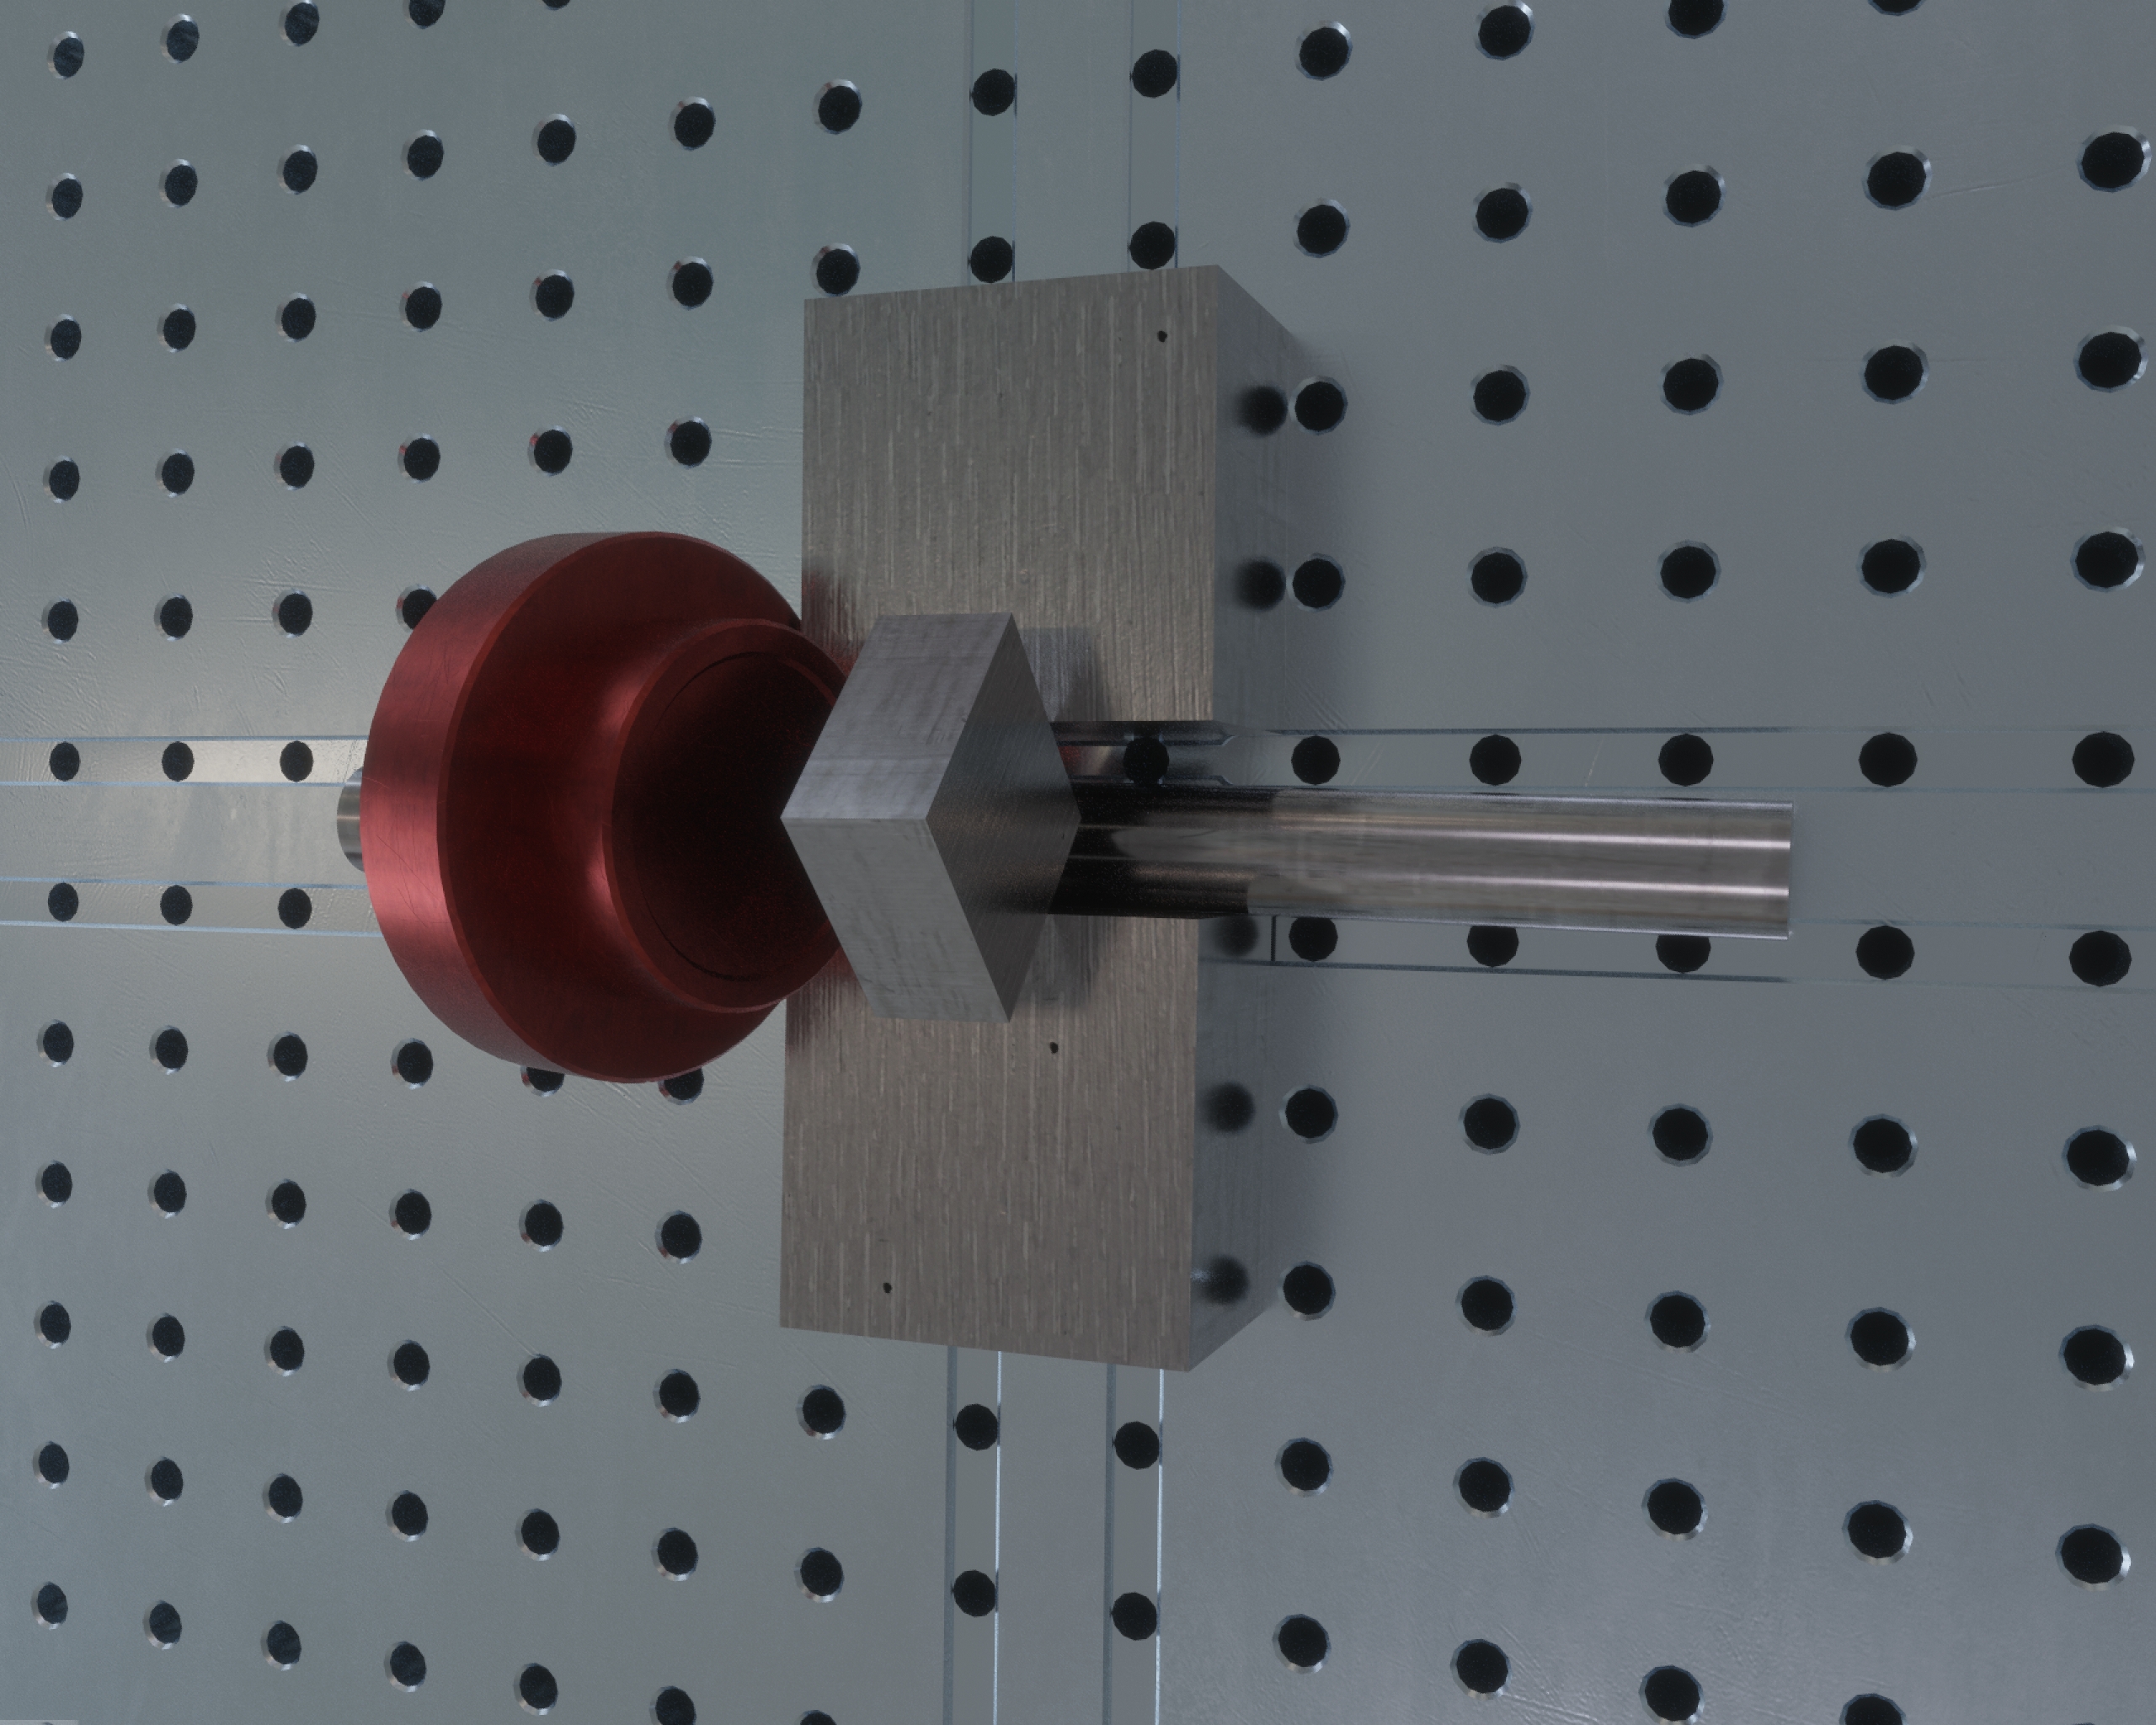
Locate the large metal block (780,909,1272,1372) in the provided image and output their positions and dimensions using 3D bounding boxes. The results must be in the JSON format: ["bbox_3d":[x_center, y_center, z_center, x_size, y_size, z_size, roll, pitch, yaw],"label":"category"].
[{"bbox_3d":[-0.009,0.049,0.403,0.080,0.050,0.079,1,91,20],"label":"large metal block"}]

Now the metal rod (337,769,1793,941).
[{"bbox_3d":[-0.016,-0.004,0.418,0.301,0.025,0.025,2,91,19],"label":"metal rod"}]

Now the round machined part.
[{"bbox_3d":[-0.072,-0.009,0.368,0.042,0.099,0.097,5,92,34],"label":"round machined part"}]

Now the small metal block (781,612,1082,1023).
[{"bbox_3d":[-0.023,-0.008,0.361,0.025,0.050,0.050,1,46,20],"label":"small metal block"}]

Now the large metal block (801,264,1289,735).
[{"bbox_3d":[-0.005,-0.065,0.401,0.080,0.050,0.079,1,90,20],"label":"large metal block"}]
